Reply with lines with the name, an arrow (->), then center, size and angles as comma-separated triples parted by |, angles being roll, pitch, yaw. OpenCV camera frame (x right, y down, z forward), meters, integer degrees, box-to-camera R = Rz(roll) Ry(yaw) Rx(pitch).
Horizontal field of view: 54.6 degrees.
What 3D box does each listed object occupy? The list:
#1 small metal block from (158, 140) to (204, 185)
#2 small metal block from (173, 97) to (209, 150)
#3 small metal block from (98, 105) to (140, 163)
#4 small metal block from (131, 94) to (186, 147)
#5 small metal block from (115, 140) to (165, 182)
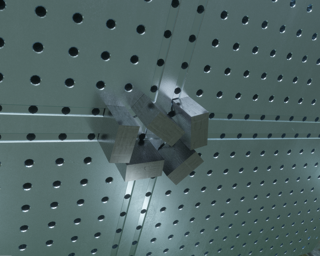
small metal block -> 0.024, 0.043, 0.433 | 0.050, 0.050, 0.025 | -41, 128, -1
small metal block -> 0.040, -0.007, 0.411 | 0.025, 0.050, 0.050 | -15, 124, -20
small metal block -> -0.051, 0.007, 0.371 | 0.025, 0.050, 0.050 | 4, 117, -30
small metal block -> -0.002, -0.010, 0.387 | 0.025, 0.050, 0.050 | -47, 130, 6
small metal block -> -0.029, 0.041, 0.404 | 0.050, 0.050, 0.025 | -5, 121, -26
